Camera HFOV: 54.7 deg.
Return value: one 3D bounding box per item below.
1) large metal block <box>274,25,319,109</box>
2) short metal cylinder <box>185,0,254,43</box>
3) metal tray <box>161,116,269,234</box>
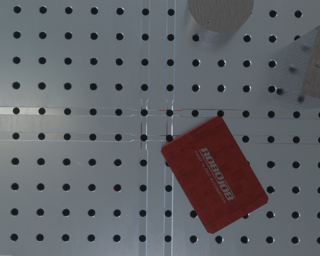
[{"bbox_3d":[0.192,-0.071,0.387,0.050,0.080,0.080,16,90,0],"label":"large metal block"},{"bbox_3d":[0.074,-0.156,0.401,0.081,0.050,0.079,0,90,0],"label":"short metal cylinder"},{"bbox_3d":[0.070,0.060,0.411,0.090,0.030,0.130,-30,90,0],"label":"metal tray"}]
